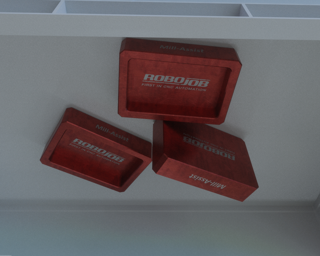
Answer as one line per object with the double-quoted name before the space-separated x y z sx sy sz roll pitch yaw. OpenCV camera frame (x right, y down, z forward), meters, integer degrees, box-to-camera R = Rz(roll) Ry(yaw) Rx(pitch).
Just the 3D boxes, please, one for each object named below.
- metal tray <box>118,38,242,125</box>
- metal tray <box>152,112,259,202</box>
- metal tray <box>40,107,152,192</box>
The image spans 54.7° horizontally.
"metal tray" 0.019 -0.051 0.362 0.131 0.030 0.089 4 130 -5
"metal tray" 0.056 0.034 0.396 0.131 0.090 0.030 21 127 -17
"metal tray" -0.087 0.035 0.434 0.131 0.030 0.090 26 125 -21
